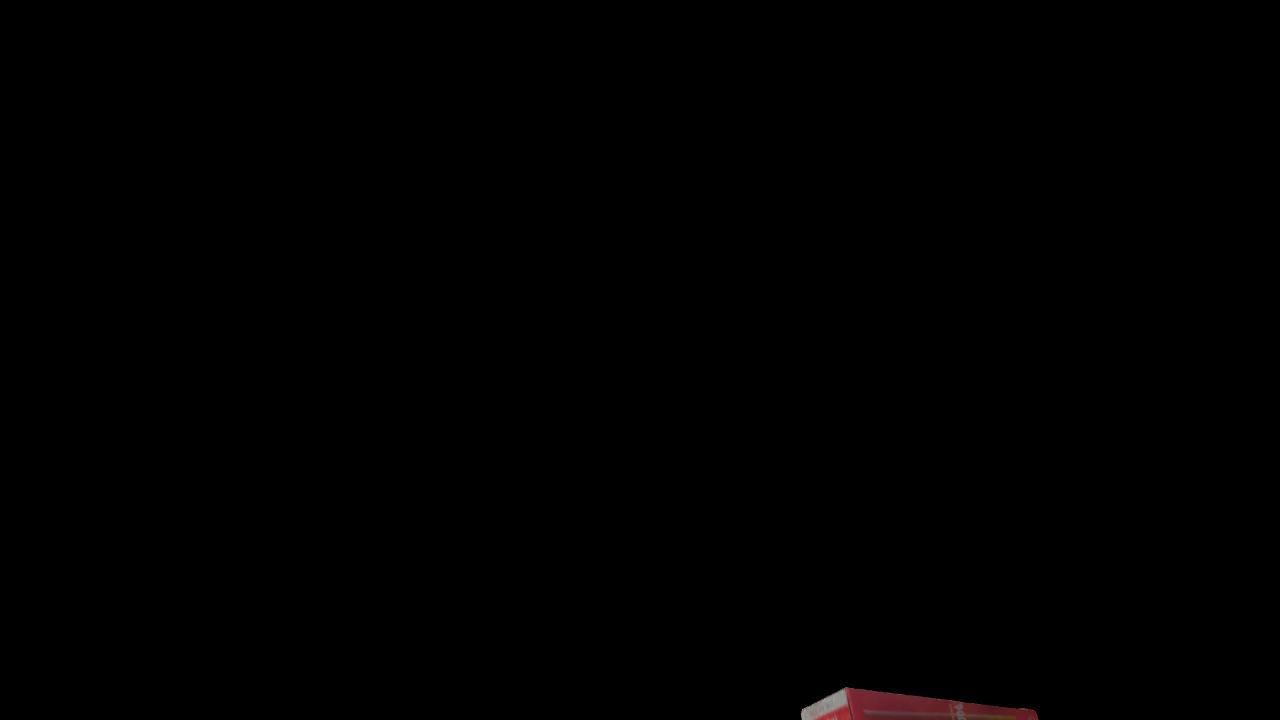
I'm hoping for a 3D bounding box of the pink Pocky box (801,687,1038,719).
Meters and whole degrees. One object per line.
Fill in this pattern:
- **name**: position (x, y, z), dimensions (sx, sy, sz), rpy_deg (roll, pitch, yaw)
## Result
- **pink Pocky box**: position (0.214, 0.284, 0.474), dimensions (0.155, 0.029, 0.084), rpy_deg (10, -40, -7)
